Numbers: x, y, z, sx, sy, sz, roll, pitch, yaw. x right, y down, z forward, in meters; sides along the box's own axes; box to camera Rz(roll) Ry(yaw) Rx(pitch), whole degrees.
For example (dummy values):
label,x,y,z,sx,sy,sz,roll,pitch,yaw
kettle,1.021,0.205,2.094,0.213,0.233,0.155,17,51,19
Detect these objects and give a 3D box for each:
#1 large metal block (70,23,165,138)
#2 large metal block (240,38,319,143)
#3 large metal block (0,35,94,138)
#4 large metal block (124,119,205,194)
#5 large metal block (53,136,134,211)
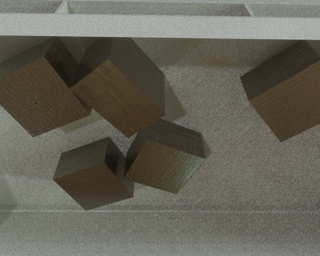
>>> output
label,x,y,z,sx,sy,sz,roll,pitch,yaw
large metal block,-0.040,-0.050,0.330,0.050,0.080,0.080,-31,124,24
large metal block,0.153,-0.041,0.359,0.080,0.050,0.080,-32,124,24
large metal block,-0.131,-0.045,0.353,0.080,0.050,0.080,-20,128,16
large metal block,0.004,0.038,0.425,0.080,0.050,0.079,20,127,-16
large metal block,-0.091,0.068,0.450,0.080,0.050,0.080,-19,128,15
